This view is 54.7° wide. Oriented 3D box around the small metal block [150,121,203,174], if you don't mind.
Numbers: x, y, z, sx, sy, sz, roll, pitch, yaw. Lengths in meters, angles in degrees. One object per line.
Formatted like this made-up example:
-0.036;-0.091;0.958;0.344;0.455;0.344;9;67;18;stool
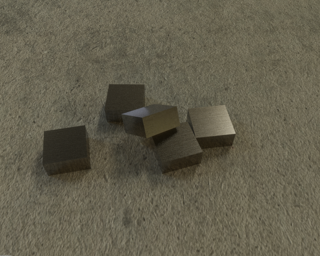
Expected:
0.019;0.024;0.383;0.050;0.025;0.050;-14;52;-11;small metal block

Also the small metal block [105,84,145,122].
-0.047;-0.035;0.432;0.050;0.025;0.050;1;50;0;small metal block

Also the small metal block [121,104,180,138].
-0.012;-0.010;0.385;0.050;0.025;0.050;-20;18;-31;small metal block

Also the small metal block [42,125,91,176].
-0.114;0.027;0.380;0.050;0.025;0.050;-9;51;-8;small metal block

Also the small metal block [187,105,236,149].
0.065;-0.001;0.405;0.050;0.025;0.050;-6;50;-5;small metal block
